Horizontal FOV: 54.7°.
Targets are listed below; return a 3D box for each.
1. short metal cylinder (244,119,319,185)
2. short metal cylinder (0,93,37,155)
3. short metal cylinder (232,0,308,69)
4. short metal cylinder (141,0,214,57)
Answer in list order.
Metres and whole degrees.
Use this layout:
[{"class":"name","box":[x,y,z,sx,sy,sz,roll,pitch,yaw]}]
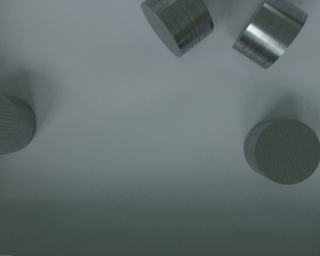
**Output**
[{"class":"short metal cylinder","box":[0.155,0.029,0.400,0.081,0.050,0.080,0,90,0]},{"class":"short metal cylinder","box":[-0.209,-0.005,0.397,0.081,0.050,0.080,0,90,0]},{"class":"short metal cylinder","box":[0.134,-0.120,0.385,0.050,0.080,0.080,34,90,0]},{"class":"short metal cylinder","box":[0.021,-0.135,0.384,0.050,0.080,0.080,-38,90,0]}]
